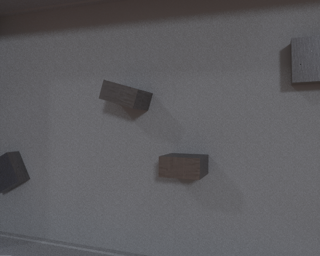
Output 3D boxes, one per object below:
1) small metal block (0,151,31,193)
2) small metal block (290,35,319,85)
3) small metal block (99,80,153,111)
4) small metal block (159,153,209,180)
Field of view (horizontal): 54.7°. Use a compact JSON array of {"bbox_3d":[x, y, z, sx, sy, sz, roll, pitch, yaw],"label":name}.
[{"bbox_3d":[-0.244,0.071,0.497,0.050,0.025,0.050,-29,81,17],"label":"small metal block"},{"bbox_3d":[0.175,-0.076,0.349,0.050,0.025,0.050,-1,90,20],"label":"small metal block"},{"bbox_3d":[-0.044,-0.043,0.413,0.050,0.050,0.025,18,96,19],"label":"small metal block"},{"bbox_3d":[0.031,0.047,0.386,0.050,0.050,0.025,1,91,20],"label":"small metal block"}]
